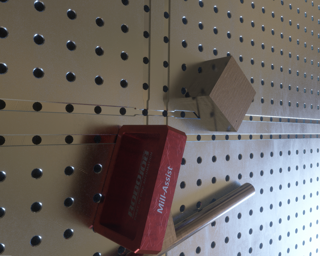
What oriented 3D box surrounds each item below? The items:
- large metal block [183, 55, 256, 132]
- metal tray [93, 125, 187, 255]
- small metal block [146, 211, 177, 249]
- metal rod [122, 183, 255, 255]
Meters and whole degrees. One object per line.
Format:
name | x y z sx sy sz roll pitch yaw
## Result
large metal block | 0.094 -0.050 0.474 0.080 0.050 0.080 47 62 -30
metal tray | -0.024 0.062 0.348 0.030 0.090 0.129 23 76 -38
small metal block | -0.010 0.116 0.387 0.025 0.050 0.050 -19 102 -39
metal rod | 0.044 0.142 0.448 0.302 0.025 0.025 -17 101 -39
